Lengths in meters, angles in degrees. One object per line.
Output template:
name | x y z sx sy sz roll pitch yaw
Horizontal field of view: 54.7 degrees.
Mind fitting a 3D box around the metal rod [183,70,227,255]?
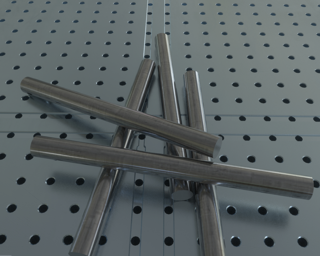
metal rod | 0.050 0.036 0.377 0.025 0.025 0.300 -1 50 -1

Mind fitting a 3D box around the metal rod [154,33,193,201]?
metal rod | 0.014 -0.039 0.440 0.025 0.025 0.300 -3 50 -3

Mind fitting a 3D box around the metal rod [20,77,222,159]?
metal rod | -0.067 -0.021 0.395 0.301 0.025 0.025 18 52 25

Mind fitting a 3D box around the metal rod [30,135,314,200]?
metal rod | 0.007 0.041 0.338 0.302 0.025 0.025 8 51 6

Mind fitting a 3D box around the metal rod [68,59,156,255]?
metal rod | -0.048 0.013 0.396 0.025 0.025 0.300 9 50 7
